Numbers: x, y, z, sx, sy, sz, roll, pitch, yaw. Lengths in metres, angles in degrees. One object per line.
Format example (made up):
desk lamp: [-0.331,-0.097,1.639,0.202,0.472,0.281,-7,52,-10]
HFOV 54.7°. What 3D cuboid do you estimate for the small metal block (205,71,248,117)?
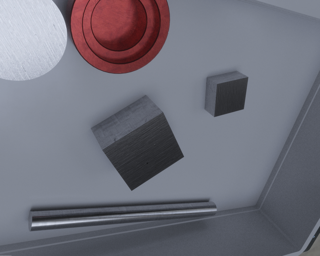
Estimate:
small metal block: [0.092,-0.048,0.431,0.050,0.025,0.050,-15,125,-21]

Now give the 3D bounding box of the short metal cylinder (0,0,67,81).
short metal cylinder: [-0.127,-0.088,0.269,0.081,0.050,0.079,-14,125,-21]

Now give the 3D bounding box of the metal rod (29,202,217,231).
metal rod: [-0.036,0.131,0.471,0.302,0.025,0.025,6,116,-31]

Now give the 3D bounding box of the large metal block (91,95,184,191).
large metal block: [-0.027,0.019,0.391,0.080,0.050,0.080,-32,129,-8]

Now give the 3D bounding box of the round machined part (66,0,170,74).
round machined part: [-0.043,-0.107,0.308,0.099,0.042,0.097,-14,126,-20]
